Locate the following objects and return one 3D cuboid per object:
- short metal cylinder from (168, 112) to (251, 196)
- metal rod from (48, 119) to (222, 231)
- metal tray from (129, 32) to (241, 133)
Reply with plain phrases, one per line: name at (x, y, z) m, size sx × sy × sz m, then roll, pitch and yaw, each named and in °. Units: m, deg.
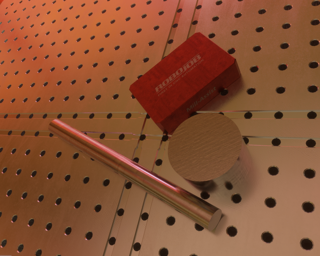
short metal cylinder at (0.056, 0.030, 0.344) m, size 0.080 × 0.050 × 0.080 m, roll -13°, pitch 56°, yaw 20°
metal rod at (-0.055, 0.046, 0.406) m, size 0.300 × 0.025 × 0.025 m, roll 24°, pitch 74°, yaw 36°
metal tray at (0.031, -0.064, 0.427) m, size 0.130 × 0.030 × 0.090 m, roll -39°, pitch 51°, yaw 1°
